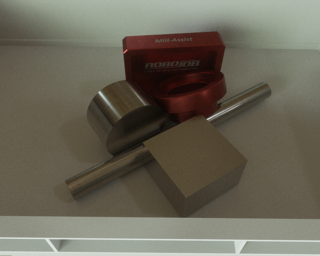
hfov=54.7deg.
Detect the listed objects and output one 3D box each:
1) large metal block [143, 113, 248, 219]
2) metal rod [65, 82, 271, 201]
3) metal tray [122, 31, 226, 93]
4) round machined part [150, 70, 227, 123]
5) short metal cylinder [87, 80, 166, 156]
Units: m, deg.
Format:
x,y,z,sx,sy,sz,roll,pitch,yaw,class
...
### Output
x,y,z,sx,sy,sz,roll,pitch,yaw,class
0.037,0.041,0.351,0.081,0.050,0.080,-26,55,-21,large metal block
0.026,0.007,0.397,0.302,0.025,0.025,-26,55,-21,metal rod
0.017,-0.084,0.430,0.131,0.089,0.030,-5,51,-5,metal tray
0.039,-0.040,0.408,0.098,0.042,0.098,-13,24,6,round machined part
-0.041,-0.011,0.376,0.081,0.080,0.050,-27,55,-21,short metal cylinder
